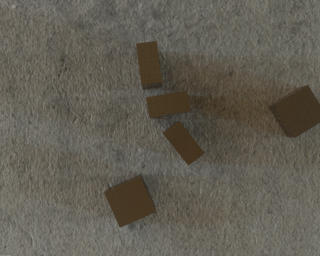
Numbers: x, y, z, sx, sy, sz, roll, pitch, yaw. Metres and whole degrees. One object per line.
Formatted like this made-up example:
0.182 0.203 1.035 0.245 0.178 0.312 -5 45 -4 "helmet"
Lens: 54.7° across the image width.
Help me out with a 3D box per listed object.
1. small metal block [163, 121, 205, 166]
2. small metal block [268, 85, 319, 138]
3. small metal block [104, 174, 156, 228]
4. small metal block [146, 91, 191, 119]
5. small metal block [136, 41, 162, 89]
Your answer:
0.029 0.018 0.398 0.025 0.050 0.050 -38 91 0 "small metal block"
0.183 -0.022 0.412 0.050 0.025 0.050 -31 90 -1 "small metal block"
-0.039 0.095 0.410 0.050 0.025 0.050 -23 90 -1 "small metal block"
0.010 -0.029 0.398 0.050 0.050 0.025 -10 90 0 "small metal block"
-0.013 -0.079 0.397 0.025 0.050 0.050 -7 90 0 "small metal block"
